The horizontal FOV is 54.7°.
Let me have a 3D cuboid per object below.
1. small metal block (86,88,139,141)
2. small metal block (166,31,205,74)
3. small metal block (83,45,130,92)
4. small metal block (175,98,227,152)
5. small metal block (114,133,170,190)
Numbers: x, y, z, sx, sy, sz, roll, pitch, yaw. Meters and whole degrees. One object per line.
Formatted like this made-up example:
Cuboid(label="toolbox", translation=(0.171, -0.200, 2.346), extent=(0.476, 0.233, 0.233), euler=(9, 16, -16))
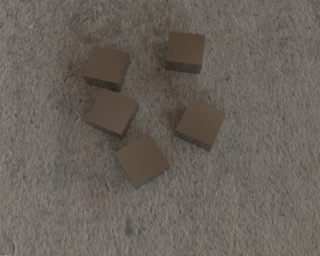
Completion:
Cuboid(label="small metal block", translation=(-0.062, -0.018, 0.414), extent=(0.050, 0.025, 0.050), euler=(22, 71, 7))
Cuboid(label="small metal block", translation=(0.037, -0.109, 0.448), extent=(0.050, 0.025, 0.050), euler=(7, 70, 2))
Cuboid(label="small metal block", translation=(-0.074, -0.084, 0.438), extent=(0.050, 0.025, 0.050), euler=(14, 70, 4))
Cuboid(label="small metal block", translation=(0.053, -0.004, 0.410), extent=(0.050, 0.025, 0.050), euler=(24, 72, 8))
Cuboid(label="small metal block", translation=(-0.022, 0.042, 0.392), extent=(0.050, 0.025, 0.050), euler=(-31, 73, -11))
